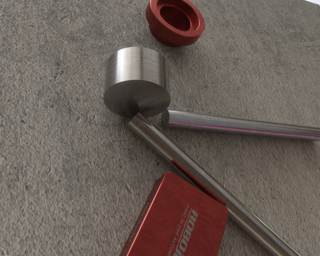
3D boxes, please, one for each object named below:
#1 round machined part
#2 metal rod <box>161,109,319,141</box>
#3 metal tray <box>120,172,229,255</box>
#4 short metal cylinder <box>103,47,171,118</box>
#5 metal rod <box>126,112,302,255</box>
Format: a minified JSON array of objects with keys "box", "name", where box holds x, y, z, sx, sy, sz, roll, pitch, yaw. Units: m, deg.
[{"box":[0.021,-0.173,0.509,0.099,0.042,0.098,14,56,-21],"name":"round machined part"},{"box":[0.143,-0.001,0.480,0.302,0.025,0.025,5,60,-26],"name":"metal rod"},{"box":[0.016,0.123,0.334,0.090,0.030,0.130,34,51,-6],"name":"metal tray"},{"box":[-0.028,-0.054,0.386,0.081,0.080,0.050,12,57,-22],"name":"short metal cylinder"},{"box":[0.078,0.088,0.391,0.300,0.025,0.025,42,51,0],"name":"metal rod"}]
